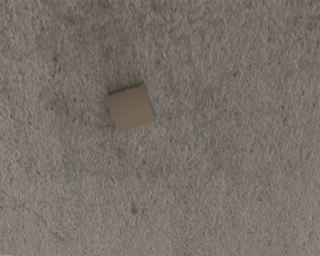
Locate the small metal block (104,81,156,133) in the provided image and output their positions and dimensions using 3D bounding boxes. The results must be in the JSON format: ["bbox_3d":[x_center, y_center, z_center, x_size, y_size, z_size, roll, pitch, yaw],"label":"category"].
[{"bbox_3d":[-0.037,-0.027,0.399,0.050,0.025,0.050,-17,110,6],"label":"small metal block"}]
